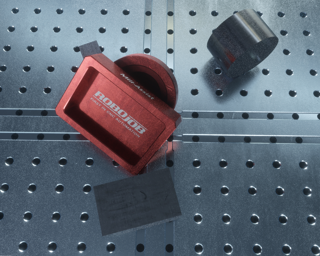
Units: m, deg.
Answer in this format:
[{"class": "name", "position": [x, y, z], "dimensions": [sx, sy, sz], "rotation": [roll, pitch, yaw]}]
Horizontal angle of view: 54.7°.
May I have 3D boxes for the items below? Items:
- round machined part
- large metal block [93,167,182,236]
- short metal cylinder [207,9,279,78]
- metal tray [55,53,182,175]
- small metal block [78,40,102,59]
[{"class": "round machined part", "position": [-0.025, -0.047, 0.402], "dimensions": [0.098, 0.042, 0.097], "rotation": [4, 111, 10]}, {"class": "large metal block", "position": [-0.023, 0.087, 0.351], "dimensions": [0.081, 0.080, 0.050], "rotation": [-14, 71, -5]}, {"class": "short metal cylinder", "position": [0.112, -0.114, 0.425], "dimensions": [0.080, 0.080, 0.050], "rotation": [-28, 73, -10]}, {"class": "metal tray", "position": [-0.051, -0.016, 0.375], "dimensions": [0.130, 0.030, 0.090], "rotation": [39, 114, 1]}, {"class": "small metal block", "position": [-0.085, -0.082, 0.424], "dimensions": [0.025, 0.050, 0.050], "rotation": [-22, 63, -8]}]
